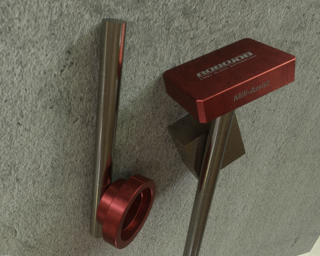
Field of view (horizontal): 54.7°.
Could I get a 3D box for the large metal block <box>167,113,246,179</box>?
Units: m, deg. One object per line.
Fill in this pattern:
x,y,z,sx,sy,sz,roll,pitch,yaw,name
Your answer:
0.067,0.018,0.441,0.080,0.050,0.080,-32,129,-8,large metal block

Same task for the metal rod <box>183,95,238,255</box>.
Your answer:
0.064,0.089,0.434,0.025,0.025,0.298,-9,124,-24,metal rod

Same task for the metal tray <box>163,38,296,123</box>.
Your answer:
0.081,-0.062,0.372,0.131,0.090,0.030,-25,128,-14,metal tray

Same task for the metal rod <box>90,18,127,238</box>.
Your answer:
-0.068,0.021,0.383,0.025,0.025,0.298,-5,121,-26,metal rod

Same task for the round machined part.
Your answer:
-0.048,0.107,0.417,0.098,0.042,0.097,-51,153,-39,round machined part
